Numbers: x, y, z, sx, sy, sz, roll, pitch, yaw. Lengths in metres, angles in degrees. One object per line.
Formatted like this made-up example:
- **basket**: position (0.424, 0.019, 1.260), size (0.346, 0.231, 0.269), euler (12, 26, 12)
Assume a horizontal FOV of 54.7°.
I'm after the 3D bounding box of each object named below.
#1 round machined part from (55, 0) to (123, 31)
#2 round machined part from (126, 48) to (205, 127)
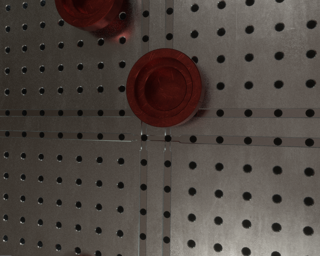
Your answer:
- **round machined part**: position (-0.094, -0.185, 0.435), size (0.098, 0.042, 0.097), euler (0, 90, 19)
- **round machined part**: position (0.010, -0.049, 0.399), size (0.098, 0.042, 0.097), euler (0, 90, 19)
